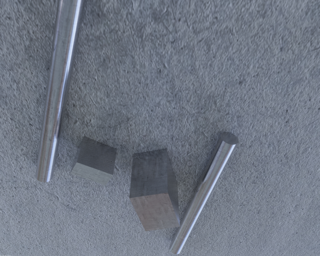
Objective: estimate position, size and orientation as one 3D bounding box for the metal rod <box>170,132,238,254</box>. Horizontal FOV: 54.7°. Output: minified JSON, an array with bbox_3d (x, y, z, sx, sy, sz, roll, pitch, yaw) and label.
[{"bbox_3d":[0.062,0.125,0.514,0.025,0.025,0.298,9,130,-8],"label":"metal rod"}]

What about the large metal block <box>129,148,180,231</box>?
[{"bbox_3d":[-0.006,0.089,0.447,0.050,0.080,0.080,-10,130,8],"label":"large metal block"}]

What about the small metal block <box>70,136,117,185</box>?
[{"bbox_3d":[-0.090,0.045,0.428,0.050,0.050,0.025,23,126,-19],"label":"small metal block"}]

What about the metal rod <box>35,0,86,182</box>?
[{"bbox_3d":[-0.125,-0.036,0.375,0.025,0.025,0.298,15,129,-12],"label":"metal rod"}]
